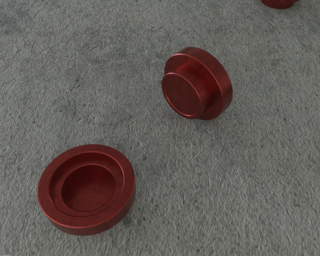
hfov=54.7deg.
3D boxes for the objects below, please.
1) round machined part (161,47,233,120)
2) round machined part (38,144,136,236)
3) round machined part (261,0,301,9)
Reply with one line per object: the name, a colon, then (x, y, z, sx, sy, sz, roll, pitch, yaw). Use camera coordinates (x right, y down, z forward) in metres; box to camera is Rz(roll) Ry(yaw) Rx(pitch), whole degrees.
round machined part: (0.040, -0.050, 0.398, 0.098, 0.097, 0.042, 36, 59, 26)
round machined part: (-0.075, 0.068, 0.334, 0.099, 0.042, 0.098, 0, 50, 0)
round machined part: (0.243, -0.277, 0.626, 0.099, 0.042, 0.098, 0, 50, 0)
